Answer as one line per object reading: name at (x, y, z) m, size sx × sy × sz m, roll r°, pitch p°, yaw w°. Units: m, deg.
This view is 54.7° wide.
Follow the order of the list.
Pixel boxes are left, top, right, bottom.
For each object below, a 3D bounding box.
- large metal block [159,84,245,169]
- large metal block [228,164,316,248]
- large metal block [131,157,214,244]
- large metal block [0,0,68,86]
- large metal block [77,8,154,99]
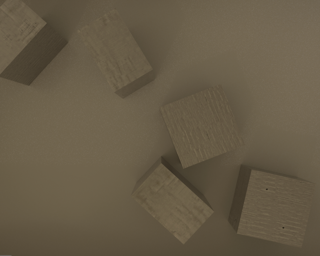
large metal block at (0.051, -0.002, 0.399) m, size 0.080 × 0.050 × 0.080 m, roll -21°, pitch 90°, yaw 0°
large metal block at (0.141, 0.098, 0.400) m, size 0.080 × 0.050 × 0.080 m, roll 13°, pitch 90°, yaw 0°
large metal block at (0.014, 0.084, 0.384) m, size 0.080 × 0.080 × 0.050 m, roll 43°, pitch 90°, yaw 0°
large metal block at (-0.171, -0.103, 0.382) m, size 0.050 × 0.080 × 0.080 m, roll 42°, pitch 90°, yaw 0°
large metal block at (-0.050, -0.087, 0.383) m, size 0.050 × 0.080 × 0.080 m, roll -31°, pitch 90°, yaw 0°
